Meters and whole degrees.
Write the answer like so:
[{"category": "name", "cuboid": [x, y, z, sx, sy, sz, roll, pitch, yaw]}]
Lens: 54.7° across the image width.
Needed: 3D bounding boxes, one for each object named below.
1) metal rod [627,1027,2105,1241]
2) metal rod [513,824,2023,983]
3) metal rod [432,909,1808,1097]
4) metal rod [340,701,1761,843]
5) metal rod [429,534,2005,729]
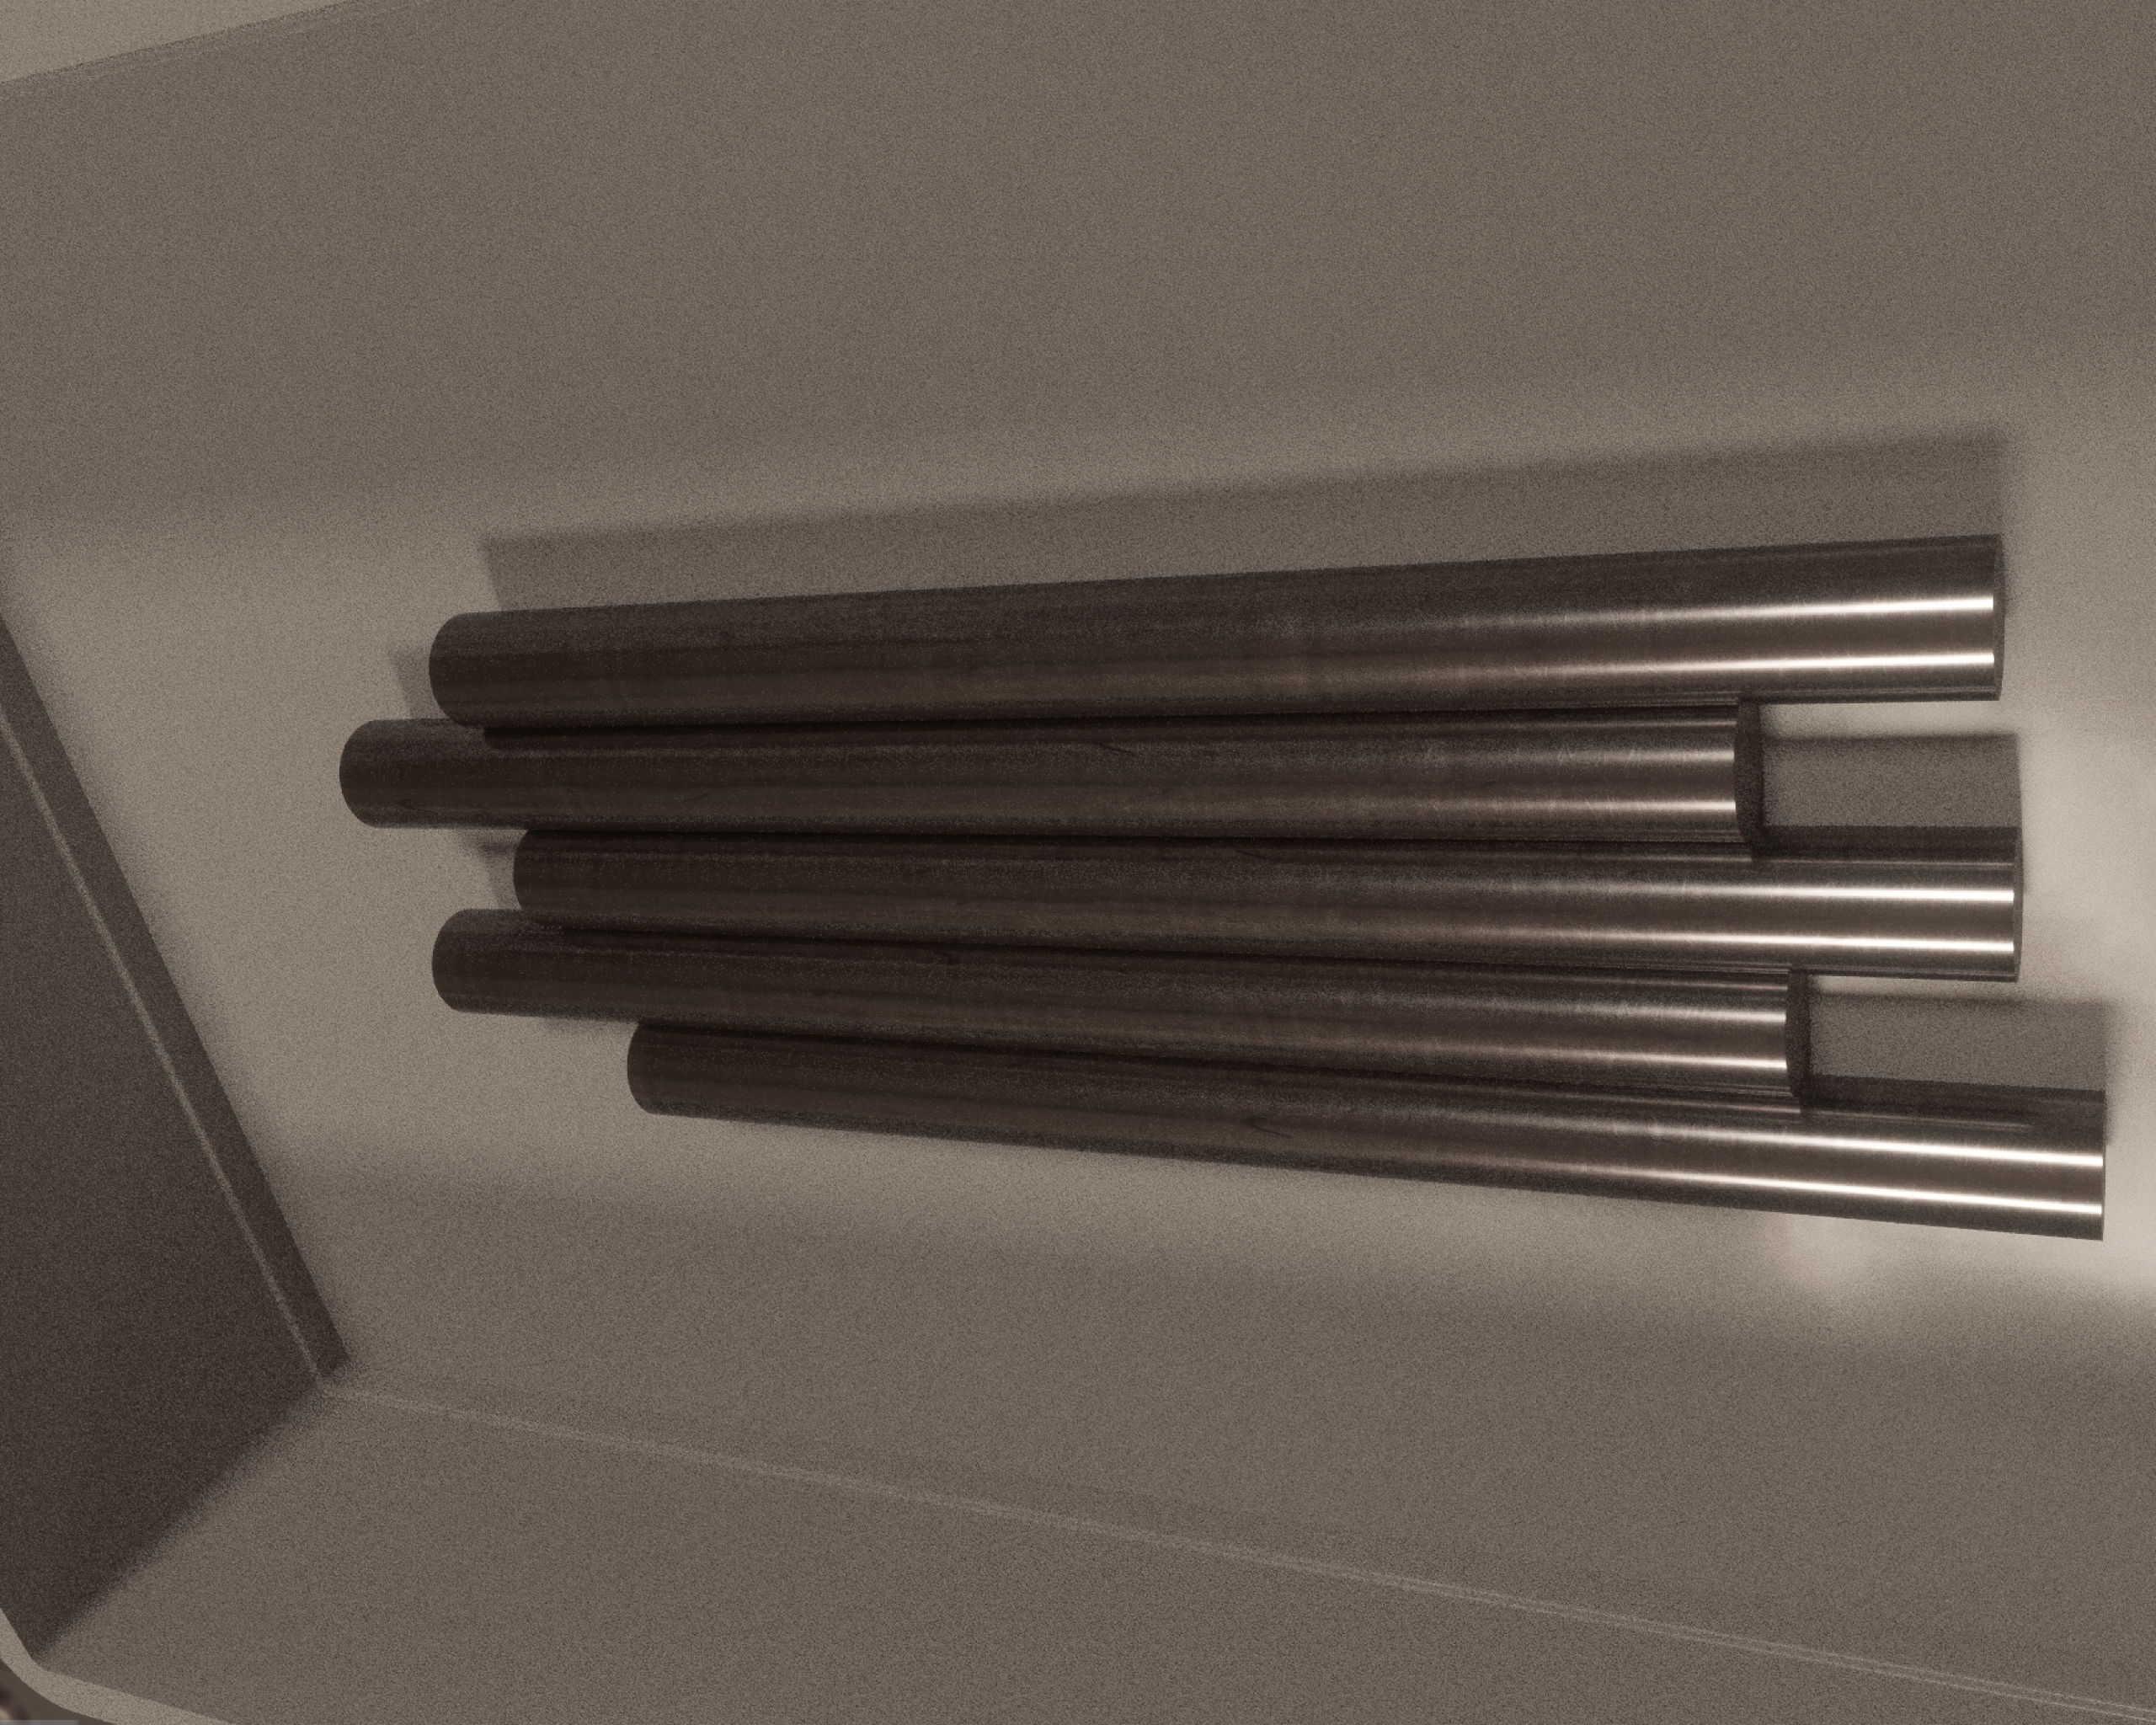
[{"category": "metal rod", "cuboid": [0.037, 0.048, 0.416, 0.301, 0.025, 0.025, 1, 119, 27]}, {"category": "metal rod", "cuboid": [0.016, 0.004, 0.400, 0.301, 0.025, 0.025, 1, 119, 27]}, {"category": "metal rod", "cuboid": [-0.010, 0.026, 0.427, 0.301, 0.025, 0.025, 1, 119, 27]}, {"category": "metal rod", "cuboid": [-0.025, -0.018, 0.407, 0.301, 0.025, 0.025, 1, 119, 27]}, {"category": "metal rod", "cuboid": [0.004, -0.039, 0.380, 0.301, 0.025, 0.025, 1, 119, 27]}]
